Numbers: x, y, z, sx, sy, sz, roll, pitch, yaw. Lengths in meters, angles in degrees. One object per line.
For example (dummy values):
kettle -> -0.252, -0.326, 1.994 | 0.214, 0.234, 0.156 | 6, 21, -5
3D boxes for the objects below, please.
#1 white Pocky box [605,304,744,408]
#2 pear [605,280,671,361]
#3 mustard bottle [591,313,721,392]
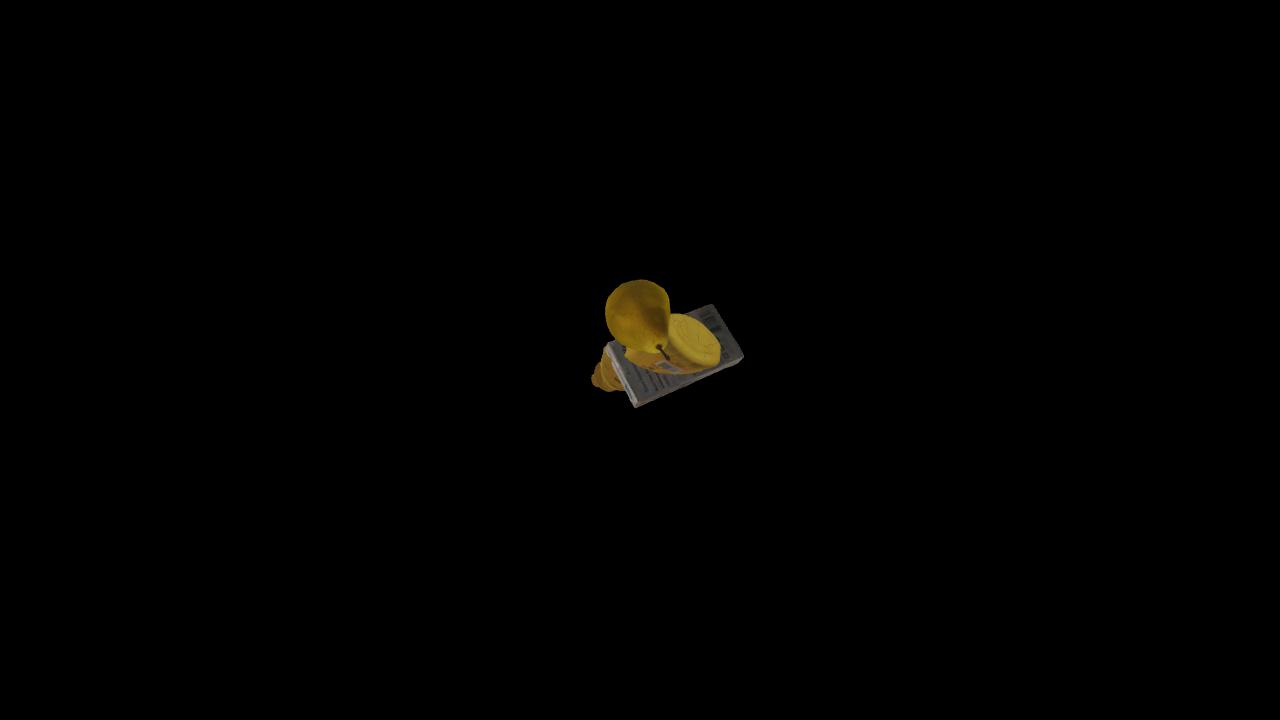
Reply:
white Pocky box -> 0.043, -0.008, 0.748 | 0.154, 0.084, 0.028 | -22, -16, -22
pear -> 0.004, -0.038, 0.656 | 0.080, 0.080, 0.111 | 0, 27, -17
mustard bottle -> 0.002, 0.002, 0.752 | 0.092, 0.054, 0.184 | 21, -30, -37
